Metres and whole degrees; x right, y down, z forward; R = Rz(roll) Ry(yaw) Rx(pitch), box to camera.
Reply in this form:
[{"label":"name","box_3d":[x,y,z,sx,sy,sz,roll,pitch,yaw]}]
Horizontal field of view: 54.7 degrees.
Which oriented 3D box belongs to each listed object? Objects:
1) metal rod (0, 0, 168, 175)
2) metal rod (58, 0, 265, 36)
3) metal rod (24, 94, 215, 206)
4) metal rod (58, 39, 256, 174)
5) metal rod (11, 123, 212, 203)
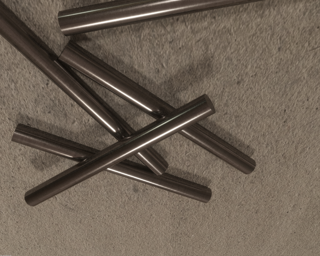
[{"label":"metal rod","box_3d":[-0.086,-0.033,0.377,0.025,0.025,0.300,-29,125,22]},{"label":"metal rod","box_3d":[0.050,-0.127,0.299,0.302,0.025,0.025,-8,130,6]},{"label":"metal rod","box_3d":[-0.067,0.038,0.404,0.300,0.025,0.025,-28,125,21]},{"label":"metal rod","box_3d":[0.014,-0.014,0.395,0.301,0.025,0.025,31,123,-24]},{"label":"metal rod","box_3d":[-0.057,0.057,0.455,0.302,0.025,0.025,21,127,-18]}]
